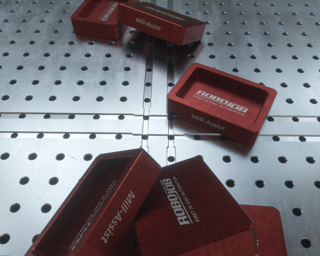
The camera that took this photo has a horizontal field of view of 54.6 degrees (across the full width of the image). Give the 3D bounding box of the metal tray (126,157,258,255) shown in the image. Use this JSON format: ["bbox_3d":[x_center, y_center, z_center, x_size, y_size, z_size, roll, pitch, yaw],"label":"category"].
[{"bbox_3d":[0.020,0.079,0.295,0.091,0.030,0.130,-17,23,-7],"label":"metal tray"}]

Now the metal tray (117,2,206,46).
[{"bbox_3d":[0.003,-0.184,0.536,0.130,0.030,0.090,27,32,20],"label":"metal tray"}]

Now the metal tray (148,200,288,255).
[{"bbox_3d":[0.054,0.121,0.303,0.131,0.030,0.090,3,50,3],"label":"metal tray"}]

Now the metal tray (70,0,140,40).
[{"bbox_3d":[-0.100,-0.223,0.591,0.090,0.030,0.130,12,51,10],"label":"metal tray"}]

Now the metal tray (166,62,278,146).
[{"bbox_3d":[0.086,-0.038,0.436,0.130,0.030,0.090,24,54,18],"label":"metal tray"}]

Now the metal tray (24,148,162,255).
[{"bbox_3d":[-0.063,0.081,0.296,0.090,0.030,0.130,-12,38,49],"label":"metal tray"}]
